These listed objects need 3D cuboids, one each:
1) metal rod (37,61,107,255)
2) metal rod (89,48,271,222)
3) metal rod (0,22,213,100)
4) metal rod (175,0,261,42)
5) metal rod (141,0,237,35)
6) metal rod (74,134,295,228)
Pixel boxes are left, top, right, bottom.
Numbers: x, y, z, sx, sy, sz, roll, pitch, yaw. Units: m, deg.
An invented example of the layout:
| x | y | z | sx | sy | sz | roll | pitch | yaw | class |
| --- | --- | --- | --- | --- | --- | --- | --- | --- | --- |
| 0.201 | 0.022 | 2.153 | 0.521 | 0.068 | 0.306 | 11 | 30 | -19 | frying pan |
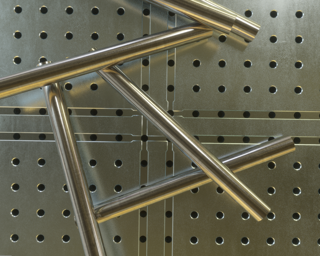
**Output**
| x | y | z | sx | sy | sz | roll | pitch | yaw | class |
| --- | --- | --- | --- | --- | --- | --- | --- | --- | --- |
| -0.109 | 0.058 | 0.394 | 0.025 | 0.025 | 0.299 | -17 | 83 | 0 | metal rod |
| 0.017 | 0.004 | 0.396 | 0.300 | 0.025 | 0.025 | 43 | 90 | 6 | metal rod |
| -0.075 | -0.085 | 0.384 | 0.302 | 0.025 | 0.025 | -19 | 90 | -12 | metal rod |
| -0.007 | -0.193 | 0.413 | 0.301 | 0.025 | 0.025 | 26 | 90 | 0 | metal rod |
| -0.047 | -0.188 | 0.399 | 0.301 | 0.025 | 0.025 | 23 | 90 | 5 | metal rod |
| 0.033 | 0.072 | 0.413 | 0.301 | 0.025 | 0.025 | -20 | 90 | 0 | metal rod |
